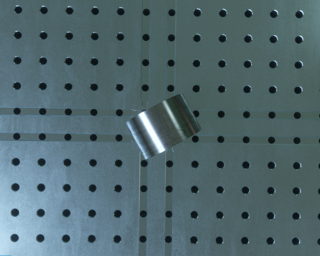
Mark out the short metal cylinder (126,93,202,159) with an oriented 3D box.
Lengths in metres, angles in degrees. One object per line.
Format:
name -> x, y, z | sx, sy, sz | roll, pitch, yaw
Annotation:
short metal cylinder -> 0.005, -0.002, 0.385 | 0.080, 0.080, 0.050 | -28, 89, 0
